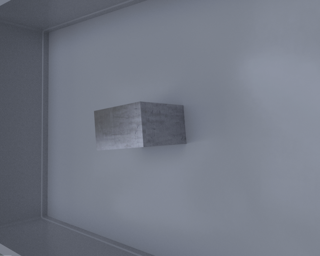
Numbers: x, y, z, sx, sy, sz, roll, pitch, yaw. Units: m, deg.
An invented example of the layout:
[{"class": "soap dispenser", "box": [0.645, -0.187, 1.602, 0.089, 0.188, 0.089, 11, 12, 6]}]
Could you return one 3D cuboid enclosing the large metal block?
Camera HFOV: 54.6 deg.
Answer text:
[{"class": "large metal block", "box": [-0.024, -0.001, 0.392, 0.080, 0.081, 0.050, -7, 86, 40]}]
